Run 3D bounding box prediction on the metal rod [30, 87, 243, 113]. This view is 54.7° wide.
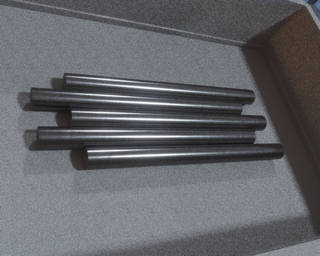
[{"bbox_3d":[-0.011,-0.032,0.419,0.303,0.025,0.025,1,62,-28],"label":"metal rod"}]

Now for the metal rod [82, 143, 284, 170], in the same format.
[{"bbox_3d":[0.051,0.035,0.412,0.303,0.025,0.025,1,62,-28],"label":"metal rod"}]

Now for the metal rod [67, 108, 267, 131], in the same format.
[{"bbox_3d":[0.029,-0.009,0.427,0.303,0.025,0.025,1,62,-28],"label":"metal rod"}]

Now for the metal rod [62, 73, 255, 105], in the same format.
[{"bbox_3d":[0.017,-0.053,0.447,0.303,0.025,0.025,1,62,-28],"label":"metal rod"}]

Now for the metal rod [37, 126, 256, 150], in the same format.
[{"bbox_3d":[0.004,0.012,0.400,0.303,0.025,0.025,1,62,-28],"label":"metal rod"}]
